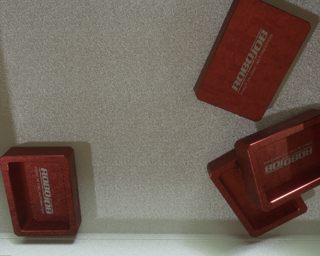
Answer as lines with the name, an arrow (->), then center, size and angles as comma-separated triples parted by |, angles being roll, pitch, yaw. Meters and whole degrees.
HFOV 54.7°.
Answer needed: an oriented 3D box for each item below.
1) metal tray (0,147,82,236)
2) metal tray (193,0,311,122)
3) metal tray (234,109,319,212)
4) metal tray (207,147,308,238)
metal tray -> -0.165, 0.092, 0.439 | 0.091, 0.030, 0.129 | 0, 110, -1
metal tray -> 0.108, -0.083, 0.380 | 0.091, 0.030, 0.129 | 21, 109, -8
metal tray -> 0.167, 0.038, 0.396 | 0.131, 0.030, 0.089 | -21, 103, -15
metal tray -> 0.138, 0.085, 0.442 | 0.090, 0.030, 0.130 | -32, 107, 10
